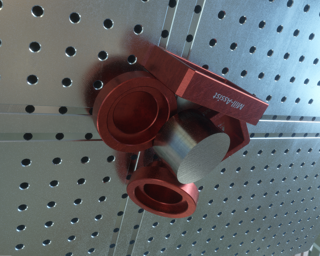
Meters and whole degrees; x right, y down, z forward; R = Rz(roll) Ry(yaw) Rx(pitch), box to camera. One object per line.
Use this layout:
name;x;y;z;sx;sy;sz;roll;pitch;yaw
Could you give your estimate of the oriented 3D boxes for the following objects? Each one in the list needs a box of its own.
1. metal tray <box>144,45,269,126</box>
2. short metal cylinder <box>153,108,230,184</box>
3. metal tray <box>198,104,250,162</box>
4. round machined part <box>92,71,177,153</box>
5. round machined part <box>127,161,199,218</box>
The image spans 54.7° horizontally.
metal tray;0.056;-0.050;0.370;0.131;0.090;0.030;16;110;-35
short metal cylinder;0.039;0.023;0.384;0.081;0.050;0.080;-26;141;-23
metal tray;0.066;0.018;0.456;0.131;0.030;0.090;-32;129;-8
round machined part;-0.032;-0.022;0.370;0.099;0.042;0.097;-14;125;-21
round machined part;0.007;0.083;0.434;0.098;0.042;0.097;12;139;11
